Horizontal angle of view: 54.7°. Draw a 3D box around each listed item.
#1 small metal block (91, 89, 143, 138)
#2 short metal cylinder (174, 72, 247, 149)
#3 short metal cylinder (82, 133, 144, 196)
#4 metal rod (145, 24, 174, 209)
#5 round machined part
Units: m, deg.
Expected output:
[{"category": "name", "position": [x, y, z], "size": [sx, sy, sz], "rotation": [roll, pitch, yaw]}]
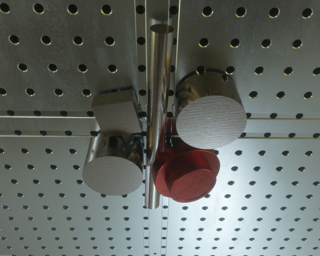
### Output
[{"category": "small metal block", "position": [-0.053, -0.018, 0.391], "size": [0.050, 0.025, 0.050], "rotation": [-9, 130, 7]}, {"category": "short metal cylinder", "position": [0.059, -0.020, 0.373], "size": [0.081, 0.050, 0.079], "rotation": [0, 130, 0]}, {"category": "short metal cylinder", "position": [-0.063, 0.049, 0.431], "size": [0.081, 0.050, 0.079], "rotation": [0, 130, 0]}, {"category": "metal rod", "position": [-0.005, 0.011, 0.415], "size": [0.025, 0.025, 0.298], "rotation": [2, 130, -2]}, {"category": "round machined part", "position": [0.040, 0.068, 0.438], "size": [0.099, 0.042, 0.097], "rotation": [-11, 131, -12]}]
